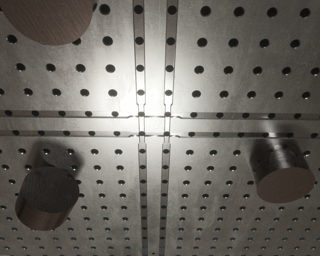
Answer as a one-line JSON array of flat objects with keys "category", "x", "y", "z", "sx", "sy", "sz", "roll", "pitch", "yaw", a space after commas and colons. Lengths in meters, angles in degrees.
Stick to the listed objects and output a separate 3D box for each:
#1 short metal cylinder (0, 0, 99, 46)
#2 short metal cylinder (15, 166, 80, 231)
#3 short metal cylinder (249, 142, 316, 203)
[{"category": "short metal cylinder", "x": -0.099, "y": -0.125, "z": 0.288, "sx": 0.081, "sy": 0.050, "sz": 0.079, "roll": 0, "pitch": 130, "yaw": 0}, {"category": "short metal cylinder", "x": -0.168, "y": 0.104, "z": 0.462, "sx": 0.080, "sy": 0.080, "sz": 0.050, "roll": 21, "pitch": 127, "yaw": -18}, {"category": "short metal cylinder", "x": 0.177, "y": 0.066, "z": 0.454, "sx": 0.081, "sy": 0.050, "sz": 0.079, "roll": -1, "pitch": 130, "yaw": 0}]
